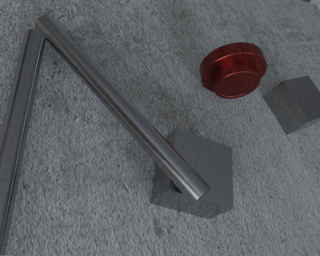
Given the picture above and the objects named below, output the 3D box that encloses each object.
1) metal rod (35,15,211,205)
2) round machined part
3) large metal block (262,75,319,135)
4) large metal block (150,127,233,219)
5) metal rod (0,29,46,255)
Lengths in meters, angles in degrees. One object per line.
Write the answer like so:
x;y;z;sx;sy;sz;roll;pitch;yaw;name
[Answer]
-0.055;-0.034;0.359;0.025;0.025;0.300;-28;66;-38;metal rod
0.112;-0.080;0.468;0.099;0.097;0.042;8;59;-25;round machined part
0.244;-0.042;0.548;0.081;0.050;0.080;-14;69;-34;large metal block
0.040;0.057;0.377;0.081;0.050;0.080;20;54;-17;large metal block
-0.150;0.014;0.314;0.025;0.025;0.299;11;57;-23;metal rod
